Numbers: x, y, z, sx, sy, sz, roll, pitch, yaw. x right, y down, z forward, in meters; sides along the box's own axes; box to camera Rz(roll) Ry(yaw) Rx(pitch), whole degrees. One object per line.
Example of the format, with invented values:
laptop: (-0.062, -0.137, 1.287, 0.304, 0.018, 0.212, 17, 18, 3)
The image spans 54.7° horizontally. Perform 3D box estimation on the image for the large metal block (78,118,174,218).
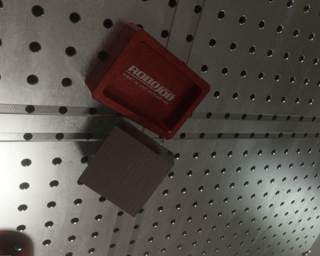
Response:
large metal block: (-0.039, 0.047, 0.381, 0.080, 0.050, 0.080, 35, 100, -4)

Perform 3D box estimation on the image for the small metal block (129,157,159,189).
small metal block: (-0.024, 0.059, 0.436, 0.050, 0.025, 0.050, 9, 114, -33)

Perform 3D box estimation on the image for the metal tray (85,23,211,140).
metal tray: (-0.010, -0.050, 0.373, 0.131, 0.030, 0.090, 31, 101, -38)

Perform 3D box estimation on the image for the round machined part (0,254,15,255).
round machined part: (-0.218, 0.208, 0.410, 0.099, 0.042, 0.097, -14, 125, -21)
